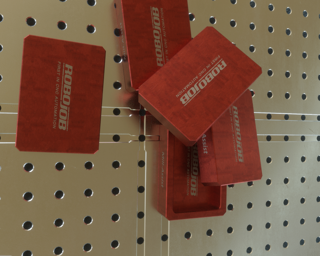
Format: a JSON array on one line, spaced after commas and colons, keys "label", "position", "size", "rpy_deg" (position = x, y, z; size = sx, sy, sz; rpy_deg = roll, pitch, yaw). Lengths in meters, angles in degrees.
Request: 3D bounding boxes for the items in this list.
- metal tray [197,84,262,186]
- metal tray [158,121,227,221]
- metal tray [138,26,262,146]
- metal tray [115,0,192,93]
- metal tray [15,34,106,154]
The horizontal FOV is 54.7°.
[{"label": "metal tray", "position": [0.092, 0.009, 0.421], "size": [0.091, 0.030, 0.129], "rpy_deg": [1, 80, -37]}, {"label": "metal tray", "position": [0.046, 0.056, 0.428], "size": [0.091, 0.030, 0.129], "rpy_deg": [1, 90, -21]}, {"label": "metal tray", "position": [0.049, -0.053, 0.379], "size": [0.090, 0.030, 0.130], "rpy_deg": [43, 75, 8]}, {"label": "metal tray", "position": [-0.005, -0.116, 0.409], "size": [0.091, 0.030, 0.129], "rpy_deg": [-8, 93, -20]}, {"label": "metal tray", "position": [-0.116, -0.036, 0.367], "size": [0.091, 0.030, 0.129], "rpy_deg": [4, 89, -20]}]
